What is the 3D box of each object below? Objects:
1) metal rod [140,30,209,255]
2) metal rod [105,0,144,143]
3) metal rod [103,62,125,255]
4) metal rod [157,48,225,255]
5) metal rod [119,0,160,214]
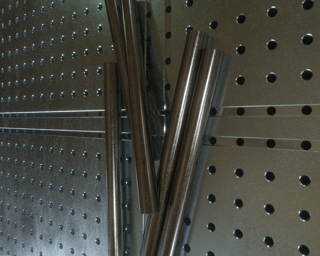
[{"bbox_3d":[0.015,0.029,0.394,0.025,0.025,0.298,19,102,38],"label":"metal rod"},{"bbox_3d":[-0.051,-0.096,0.448,0.025,0.025,0.298,-19,78,38],"label":"metal rod"},{"bbox_3d":[-0.068,0.053,0.463,0.025,0.025,0.298,-3,88,39],"label":"metal rod"},{"bbox_3d":[0.032,0.054,0.381,0.025,0.025,0.298,19,102,38],"label":"metal rod"},{"bbox_3d":[-0.030,-0.040,0.413,0.025,0.025,0.299,-17,74,38],"label":"metal rod"}]
